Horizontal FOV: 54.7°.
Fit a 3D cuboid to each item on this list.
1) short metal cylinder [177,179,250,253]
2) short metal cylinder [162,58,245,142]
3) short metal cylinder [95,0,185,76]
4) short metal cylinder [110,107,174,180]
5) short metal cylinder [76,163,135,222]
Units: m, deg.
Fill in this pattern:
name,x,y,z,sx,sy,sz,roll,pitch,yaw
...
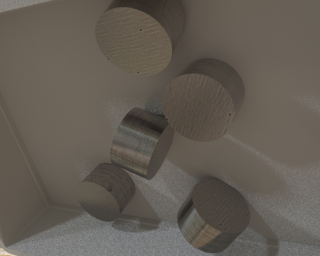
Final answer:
name,x,y,z,sx,sy,sz,roll,pitch,yaw
short metal cylinder,0.069,0.114,0.406,0.080,0.080,0.050,31,128,8
short metal cylinder,0.049,-0.031,0.346,0.080,0.050,0.079,13,124,20
short metal cylinder,-0.020,-0.102,0.323,0.080,0.050,0.080,13,143,10
short metal cylinder,-0.020,0.019,0.394,0.050,0.080,0.079,22,127,14
short metal cylinder,-0.087,0.103,0.500,0.080,0.050,0.079,13,124,20
